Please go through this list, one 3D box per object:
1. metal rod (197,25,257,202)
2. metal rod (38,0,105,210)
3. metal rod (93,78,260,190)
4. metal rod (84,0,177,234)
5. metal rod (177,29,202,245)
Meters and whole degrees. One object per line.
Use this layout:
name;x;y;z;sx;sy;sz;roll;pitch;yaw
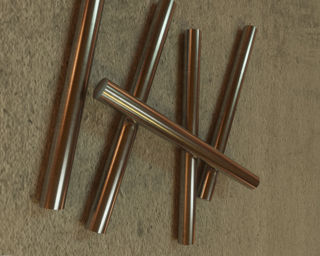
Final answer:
metal rod;0.109;-0.032;0.495;0.025;0.025;0.299;30;72;-36
metal rod;-0.086;-0.066;0.332;0.025;0.025;0.299;15;80;-39
metal rod;0.043;0.023;0.406;0.301;0.025;0.025;31;71;-36
metal rod;-0.031;-0.026;0.378;0.025;0.025;0.299;26;74;-37
metal rod;0.042;0.011;0.439;0.025;0.025;0.298;3;88;-40
